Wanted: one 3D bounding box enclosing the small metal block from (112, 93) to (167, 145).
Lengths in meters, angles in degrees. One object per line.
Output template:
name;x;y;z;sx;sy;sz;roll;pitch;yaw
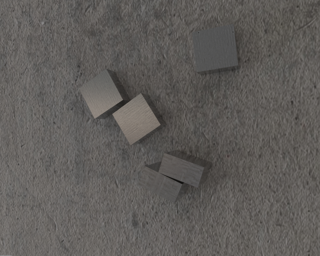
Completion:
small metal block;-0.027;-0.011;0.419;0.050;0.025;0.050;-35;79;16

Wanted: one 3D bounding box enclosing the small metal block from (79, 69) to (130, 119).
small metal block;-0.077;-0.047;0.436;0.050;0.025;0.050;-32;80;17

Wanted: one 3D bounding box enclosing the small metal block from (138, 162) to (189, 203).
small metal block;0.008;0.067;0.393;0.050;0.050;0.025;24;98;18

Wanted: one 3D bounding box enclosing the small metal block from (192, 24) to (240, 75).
small metal block;0.070;-0.096;0.384;0.050;0.025;0.050;-6;88;19

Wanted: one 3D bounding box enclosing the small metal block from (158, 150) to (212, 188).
small metal block;0.033;0.049;0.384;0.050;0.050;0.025;19;96;19
